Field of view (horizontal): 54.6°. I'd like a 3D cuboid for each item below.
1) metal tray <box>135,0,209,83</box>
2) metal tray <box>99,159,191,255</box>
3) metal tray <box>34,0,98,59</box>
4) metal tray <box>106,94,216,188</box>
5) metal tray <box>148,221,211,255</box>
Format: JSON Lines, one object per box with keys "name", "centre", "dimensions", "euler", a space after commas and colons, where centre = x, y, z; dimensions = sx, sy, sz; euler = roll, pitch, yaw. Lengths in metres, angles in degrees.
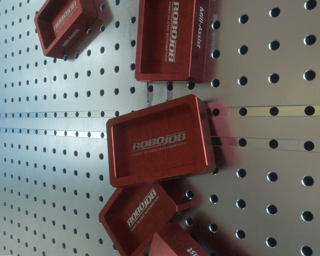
{"name": "metal tray", "centre": [0.013, -0.123, 0.395], "dimensions": [0.090, 0.030, 0.129], "euler": [7, 94, 40]}
{"name": "metal tray", "centre": [-0.026, 0.114, 0.428], "dimensions": [0.090, 0.030, 0.129], "euler": [49, 119, 28]}
{"name": "metal tray", "centre": [-0.171, -0.196, 0.548], "dimensions": [0.130, 0.030, 0.090], "euler": [-32, 70, 35]}
{"name": "metal tray", "centre": [-0.004, 0.020, 0.382], "dimensions": [0.130, 0.030, 0.090], "euler": [-15, 72, 25]}
{"name": "metal tray", "centre": [0.040, 0.182, 0.356], "dimensions": [0.130, 0.030, 0.089], "euler": [38, 133, 33]}
